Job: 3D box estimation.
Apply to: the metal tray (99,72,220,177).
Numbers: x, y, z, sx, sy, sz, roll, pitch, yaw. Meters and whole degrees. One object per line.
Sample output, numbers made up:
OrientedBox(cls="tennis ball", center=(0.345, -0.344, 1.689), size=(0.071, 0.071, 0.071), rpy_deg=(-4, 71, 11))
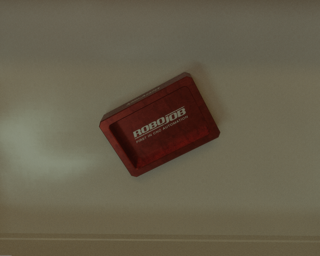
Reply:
OrientedBox(cls="metal tray", center=(0.000, -0.003, 0.404), size=(0.130, 0.030, 0.090), rpy_deg=(-27, 108, 9))
